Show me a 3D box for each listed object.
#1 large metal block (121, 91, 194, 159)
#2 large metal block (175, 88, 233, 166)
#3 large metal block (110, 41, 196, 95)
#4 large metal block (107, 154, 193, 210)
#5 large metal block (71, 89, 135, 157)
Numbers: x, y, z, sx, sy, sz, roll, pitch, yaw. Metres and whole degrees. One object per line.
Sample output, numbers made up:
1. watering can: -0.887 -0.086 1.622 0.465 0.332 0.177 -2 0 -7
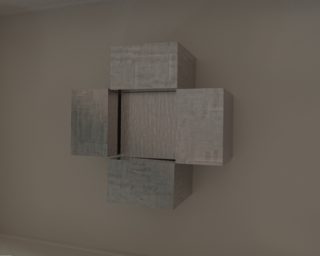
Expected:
1. large metal block: -0.002 -0.004 0.395 0.080 0.050 0.080 1 90 20
2. large metal block: 0.054 -0.002 0.361 0.050 0.080 0.080 1 90 20
3. large metal block: -0.005 -0.068 0.381 0.080 0.080 0.050 1 91 20
4. large metal block: -0.009 0.062 0.383 0.080 0.080 0.050 2 91 20
5. large metal block: -0.070 -0.007 0.405 0.050 0.080 0.080 1 90 20
